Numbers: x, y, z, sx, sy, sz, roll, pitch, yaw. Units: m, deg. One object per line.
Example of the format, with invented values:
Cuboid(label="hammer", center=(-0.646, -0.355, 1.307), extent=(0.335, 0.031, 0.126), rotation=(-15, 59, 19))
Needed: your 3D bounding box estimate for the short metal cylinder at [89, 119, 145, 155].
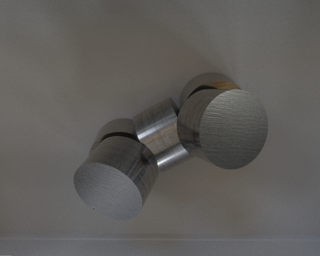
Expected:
Cuboid(label="short metal cylinder", center=(-0.049, 0.033, 0.408), extent=(0.081, 0.050, 0.079), rotation=(0, 110, -1))

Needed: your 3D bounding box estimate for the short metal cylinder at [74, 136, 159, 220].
Cuboid(label="short metal cylinder", center=(-0.048, 0.056, 0.348), extent=(0.080, 0.050, 0.079), rotation=(11, 125, 16))

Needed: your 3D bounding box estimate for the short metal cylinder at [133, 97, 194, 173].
Cuboid(label="short metal cylinder", center=(0.009, 0.008, 0.383), extent=(0.050, 0.080, 0.080), rotation=(-28, 108, 9))

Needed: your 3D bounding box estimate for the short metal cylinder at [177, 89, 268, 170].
Cuboid(label="short metal cylinder", center=(0.065, -0.001, 0.327), extent=(0.081, 0.050, 0.079), rotation=(-3, 98, -22))

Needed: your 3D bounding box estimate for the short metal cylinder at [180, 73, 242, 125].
Cuboid(label="short metal cylinder", center=(0.067, -0.025, 0.388), extent=(0.081, 0.050, 0.079), rotation=(0, 110, -1))
